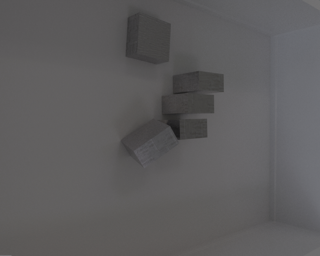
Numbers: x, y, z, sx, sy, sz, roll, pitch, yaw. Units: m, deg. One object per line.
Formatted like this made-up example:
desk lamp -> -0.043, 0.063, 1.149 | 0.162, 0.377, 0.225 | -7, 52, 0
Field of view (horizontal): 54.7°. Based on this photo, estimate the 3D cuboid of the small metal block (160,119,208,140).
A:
small metal block -> 0.027, 0.001, 0.413 | 0.050, 0.050, 0.025 | -3, 92, -40

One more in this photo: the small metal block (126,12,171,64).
small metal block -> -0.014, -0.112, 0.394 | 0.050, 0.025, 0.050 | 5, 87, -40

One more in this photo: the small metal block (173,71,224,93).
small metal block -> 0.054, -0.062, 0.435 | 0.050, 0.050, 0.025 | -2, 91, -40

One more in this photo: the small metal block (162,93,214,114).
small metal block -> 0.038, -0.032, 0.422 | 0.050, 0.050, 0.025 | -1, 91, -40

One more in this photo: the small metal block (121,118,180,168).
small metal block -> -0.013, 0.017, 0.370 | 0.050, 0.050, 0.025 | -35, 113, -14
